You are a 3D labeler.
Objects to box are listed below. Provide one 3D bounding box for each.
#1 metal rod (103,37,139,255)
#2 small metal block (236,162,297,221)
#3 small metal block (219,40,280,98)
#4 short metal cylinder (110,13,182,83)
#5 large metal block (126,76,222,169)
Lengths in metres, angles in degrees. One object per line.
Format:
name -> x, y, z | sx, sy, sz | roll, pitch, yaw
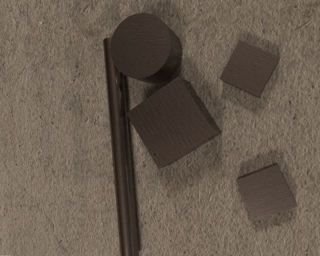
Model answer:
metal rod -> -0.054, 0.026, 0.426 | 0.025, 0.025, 0.298 | -6, 88, 19
small metal block -> 0.125, 0.074, 0.365 | 0.050, 0.025, 0.050 | -26, 82, 17
small metal block -> 0.107, -0.070, 0.371 | 0.050, 0.025, 0.050 | 29, 99, 17
short metal cylinder -> -0.016, -0.100, 0.401 | 0.080, 0.050, 0.079 | 0, 90, 19
large metal block -> 0.019, -0.006, 0.388 | 0.080, 0.050, 0.080 | -34, 79, 16
